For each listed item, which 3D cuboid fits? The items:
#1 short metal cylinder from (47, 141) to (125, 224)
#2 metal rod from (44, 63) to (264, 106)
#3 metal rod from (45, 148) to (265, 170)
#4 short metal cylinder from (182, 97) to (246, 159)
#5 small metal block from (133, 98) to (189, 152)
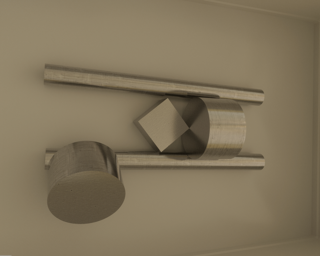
[{"bbox_3d":[-0.083,0.061,0.347,0.081,0.050,0.079,-9,127,-12],"label":"short metal cylinder"},{"bbox_3d":[0.007,-0.054,0.412,0.302,0.025,0.025,3,89,-21],"label":"metal rod"},{"bbox_3d":[0.008,0.043,0.412,0.303,0.025,0.025,3,89,-21],"label":"metal rod"},{"bbox_3d":[0.068,0.001,0.406,0.050,0.080,0.079,2,90,-20],"label":"short metal cylinder"},{"bbox_3d":[0.002,-0.004,0.410,0.050,0.025,0.050,-40,103,-16],"label":"small metal block"}]
